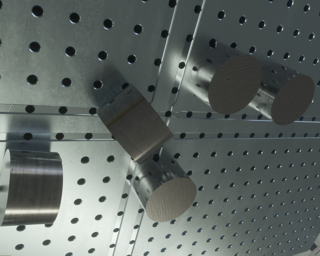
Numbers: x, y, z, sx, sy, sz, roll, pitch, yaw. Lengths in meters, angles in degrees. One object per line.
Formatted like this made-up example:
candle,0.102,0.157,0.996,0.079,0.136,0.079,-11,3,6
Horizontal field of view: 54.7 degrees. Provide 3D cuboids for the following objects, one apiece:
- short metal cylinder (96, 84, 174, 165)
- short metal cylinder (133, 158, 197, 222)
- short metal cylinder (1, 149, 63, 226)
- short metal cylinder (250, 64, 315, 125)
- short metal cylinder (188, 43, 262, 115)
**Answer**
short metal cylinder,-0.028,-0.005,0.359,0.050,0.080,0.080,-39,130,-2
short metal cylinder,0.007,0.091,0.457,0.081,0.050,0.079,-14,125,-21
short metal cylinder,-0.143,0.064,0.338,0.050,0.080,0.079,8,115,-32
short metal cylinder,0.182,-0.051,0.466,0.081,0.050,0.079,-14,125,-21
short metal cylinder,0.083,-0.064,0.403,0.081,0.050,0.079,-14,125,-21
